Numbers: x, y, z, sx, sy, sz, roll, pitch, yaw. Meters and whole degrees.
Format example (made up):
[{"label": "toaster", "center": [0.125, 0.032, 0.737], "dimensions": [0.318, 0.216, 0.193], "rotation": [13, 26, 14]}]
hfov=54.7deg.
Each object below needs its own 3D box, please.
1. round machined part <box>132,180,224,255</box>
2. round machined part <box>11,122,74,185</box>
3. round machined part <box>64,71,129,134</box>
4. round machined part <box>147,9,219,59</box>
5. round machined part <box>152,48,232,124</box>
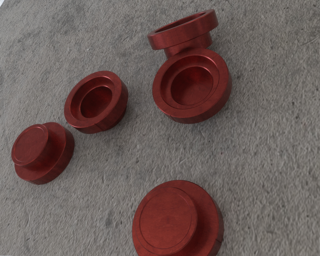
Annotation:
[{"label": "round machined part", "center": [0.013, 0.100, 0.324], "dimensions": [0.098, 0.042, 0.098], "rotation": [-13, 56, 21]}, {"label": "round machined part", "center": [-0.183, 0.033, 0.469], "dimensions": [0.098, 0.042, 0.098], "rotation": [-13, 56, 21]}, {"label": "round machined part", "center": [-0.089, -0.034, 0.461], "dimensions": [0.098, 0.042, 0.098], "rotation": [-13, 56, 21]}, {"label": "round machined part", "center": [0.035, -0.128, 0.434], "dimensions": [0.098, 0.042, 0.098], "rotation": [-19, 22, 8]}, {"label": "round machined part", "center": [0.043, -0.049, 0.396], "dimensions": [0.098, 0.042, 0.098], "rotation": [-10, 64, 21]}]
